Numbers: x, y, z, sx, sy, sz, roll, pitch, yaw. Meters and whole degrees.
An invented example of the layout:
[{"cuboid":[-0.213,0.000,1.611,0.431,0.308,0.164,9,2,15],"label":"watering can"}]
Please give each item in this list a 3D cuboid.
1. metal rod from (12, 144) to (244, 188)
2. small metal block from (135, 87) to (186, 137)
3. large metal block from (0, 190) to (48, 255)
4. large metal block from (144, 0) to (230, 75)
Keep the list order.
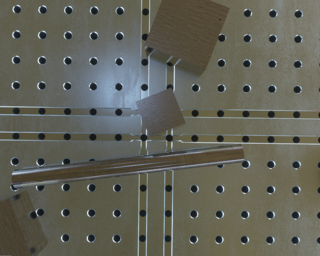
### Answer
[{"cuboid":[-0.041,0.051,0.412,0.302,0.025,0.025,-6,90,0],"label":"metal rod"},{"cuboid":[0.001,-0.020,0.413,0.050,0.025,0.050,-22,90,0],"label":"small metal block"},{"cuboid":[-0.205,0.136,0.399,0.080,0.050,0.080,-21,90,0],"label":"large metal block"},{"cuboid":[0.033,-0.123,0.401,0.080,0.050,0.080,21,90,0],"label":"large metal block"}]
